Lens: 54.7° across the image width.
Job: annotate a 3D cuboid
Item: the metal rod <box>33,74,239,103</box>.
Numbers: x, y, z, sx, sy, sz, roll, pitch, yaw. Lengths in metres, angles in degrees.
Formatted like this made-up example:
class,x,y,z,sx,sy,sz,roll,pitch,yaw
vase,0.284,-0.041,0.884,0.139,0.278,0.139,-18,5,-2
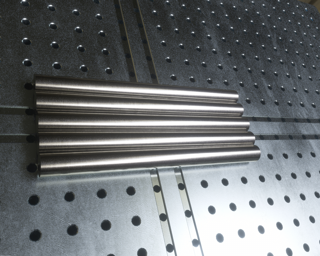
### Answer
class,x,y,z,sx,sy,sz,roll,pitch,yaw
metal rod,-0.014,-0.050,0.433,0.303,0.025,0.025,0,62,-28

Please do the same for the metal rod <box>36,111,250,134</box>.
class,x,y,z,sx,sy,sz,roll,pitch,yaw
metal rod,-0.002,-0.005,0.411,0.303,0.025,0.025,0,62,-28

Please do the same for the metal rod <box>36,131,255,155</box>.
class,x,y,z,sx,sy,sz,roll,pitch,yaw
metal rod,0.003,0.017,0.401,0.303,0.025,0.025,0,62,-28

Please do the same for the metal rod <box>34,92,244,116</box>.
class,x,y,z,sx,sy,sz,roll,pitch,yaw
metal rod,-0.008,-0.028,0.422,0.303,0.025,0.025,0,62,-28

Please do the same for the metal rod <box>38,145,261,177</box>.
class,x,y,z,sx,sy,sz,roll,pitch,yaw
metal rod,0.009,0.038,0.391,0.303,0.025,0.025,0,62,-29
